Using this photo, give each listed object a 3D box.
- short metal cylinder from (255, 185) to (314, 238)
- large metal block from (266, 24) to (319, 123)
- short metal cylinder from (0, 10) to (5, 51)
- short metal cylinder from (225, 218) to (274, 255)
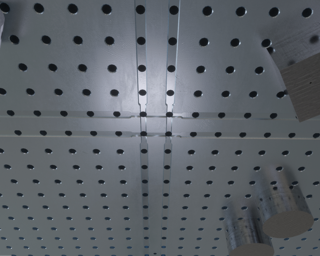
[{"bbox_3d":[0.206,0.140,0.517,0.081,0.050,0.079,0,130,0],"label":"short metal cylinder"},{"bbox_3d":[0.176,-0.064,0.343,0.080,0.050,0.080,-24,126,19],"label":"large metal block"},{"bbox_3d":[-0.196,-0.092,0.295,0.080,0.080,0.050,19,127,-16],"label":"short metal cylinder"},{"bbox_3d":[0.165,0.212,0.578,0.081,0.050,0.079,0,130,0],"label":"short metal cylinder"}]
